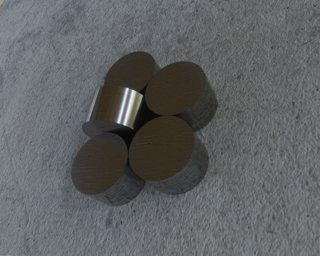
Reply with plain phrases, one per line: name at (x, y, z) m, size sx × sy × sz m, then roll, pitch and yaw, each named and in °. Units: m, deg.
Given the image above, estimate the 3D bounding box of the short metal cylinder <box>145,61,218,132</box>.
short metal cylinder at (0.028, -0.038, 0.397) m, size 0.080 × 0.050 × 0.080 m, roll -13°, pitch 57°, yaw 21°

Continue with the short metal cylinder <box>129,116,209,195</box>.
short metal cylinder at (0.011, 0.032, 0.363) m, size 0.080 × 0.050 × 0.080 m, roll -14°, pitch 56°, yaw 22°

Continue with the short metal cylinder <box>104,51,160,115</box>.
short metal cylinder at (-0.032, -0.062, 0.444) m, size 0.080 × 0.050 × 0.080 m, roll -14°, pitch 56°, yaw 21°

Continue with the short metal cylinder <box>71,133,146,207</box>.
short metal cylinder at (-0.062, 0.053, 0.390) m, size 0.080 × 0.050 × 0.080 m, roll -14°, pitch 56°, yaw 21°

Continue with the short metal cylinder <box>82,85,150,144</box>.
short metal cylinder at (-0.056, -0.012, 0.407) m, size 0.080 × 0.080 × 0.050 m, roll -3°, pitch 61°, yaw 27°
